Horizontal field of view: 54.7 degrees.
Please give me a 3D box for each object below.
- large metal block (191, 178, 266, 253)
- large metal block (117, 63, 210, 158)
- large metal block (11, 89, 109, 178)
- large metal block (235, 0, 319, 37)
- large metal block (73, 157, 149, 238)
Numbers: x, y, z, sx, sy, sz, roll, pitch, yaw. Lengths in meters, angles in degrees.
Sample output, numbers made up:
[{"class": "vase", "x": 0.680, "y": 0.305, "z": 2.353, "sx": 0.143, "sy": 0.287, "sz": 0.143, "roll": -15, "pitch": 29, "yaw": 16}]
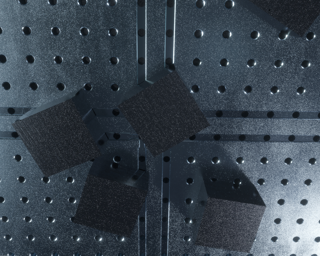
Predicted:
[{"class": "large metal block", "x": 0.095, "y": 0.126, "z": 0.448, "sx": 0.081, "sy": 0.050, "sz": 0.079, "roll": 10, "pitch": 110, "yaw": -4}, {"class": "large metal block", "x": 0.005, "y": -0.023, "z": 0.392, "sx": 0.080, "sy": 0.050, "sz": 0.080, "roll": -31, "pitch": 108, "yaw": 10}, {"class": "large metal block", "x": -0.125, "y": 0.006, "z": 0.401, "sx": 0.080, "sy": 0.050, "sz": 0.080, "roll": -22, "pitch": 109, "yaw": 7}, {"class": "large metal block", "x": 0.142, "y": -0.159, "z": 0.344, "sx": 0.080, "sy": 0.050, "sz": 0.080, "roll": 30, "pitch": 107, "yaw": -11}, {"class": "large metal block", "x": -0.067, "y": 0.097, "z": 0.435, "sx": 0.080, "sy": 0.050, "sz": 0.079, "roll": 18, "pitch": 109, "yaw": -7}]
